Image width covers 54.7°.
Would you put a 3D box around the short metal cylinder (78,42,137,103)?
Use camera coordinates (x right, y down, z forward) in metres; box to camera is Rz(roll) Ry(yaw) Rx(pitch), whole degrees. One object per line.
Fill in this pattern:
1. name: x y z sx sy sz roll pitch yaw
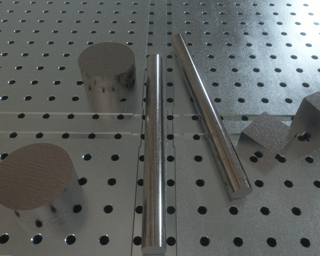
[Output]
1. short metal cylinder: -0.076 -0.083 0.461 0.080 0.050 0.080 0 50 0

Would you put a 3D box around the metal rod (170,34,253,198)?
1. metal rod: 0.061 -0.040 0.441 0.025 0.025 0.300 -9 51 -8

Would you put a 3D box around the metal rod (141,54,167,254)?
1. metal rod: -0.007 0.006 0.402 0.025 0.025 0.300 0 50 0

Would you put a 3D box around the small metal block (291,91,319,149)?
1. small metal block: 0.205 -0.010 0.401 0.025 0.050 0.050 -22 53 -17

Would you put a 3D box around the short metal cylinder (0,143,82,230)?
1. short metal cylinder: -0.131 0.063 0.337 0.081 0.050 0.080 0 50 0

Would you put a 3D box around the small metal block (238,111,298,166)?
1. small metal block: 0.138 0.013 0.398 0.050 0.025 0.050 -36 59 -27
